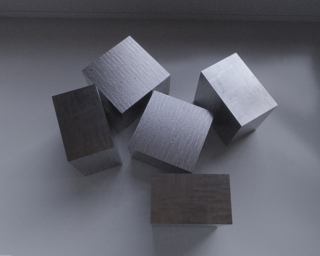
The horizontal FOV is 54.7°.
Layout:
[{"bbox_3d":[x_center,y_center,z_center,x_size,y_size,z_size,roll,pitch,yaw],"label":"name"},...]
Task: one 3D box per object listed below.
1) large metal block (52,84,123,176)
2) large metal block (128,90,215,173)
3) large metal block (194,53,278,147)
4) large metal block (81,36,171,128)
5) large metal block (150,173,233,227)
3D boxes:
[{"bbox_3d":[-0.085,0.006,0.376,0.050,0.080,0.080,-18,71,-7],"label":"large metal block"},{"bbox_3d":[0.015,0.010,0.391,0.080,0.050,0.080,21,71,7],"label":"large metal block"},{"bbox_3d":[0.090,-0.033,0.391,0.050,0.080,0.080,-30,73,-10],"label":"large metal block"},{"bbox_3d":[-0.043,-0.062,0.417,0.080,0.050,0.080,-40,75,-14],"label":"large metal block"},{"bbox_3d":[0.031,0.084,0.349,0.081,0.080,0.050,1,70,0],"label":"large metal block"}]
